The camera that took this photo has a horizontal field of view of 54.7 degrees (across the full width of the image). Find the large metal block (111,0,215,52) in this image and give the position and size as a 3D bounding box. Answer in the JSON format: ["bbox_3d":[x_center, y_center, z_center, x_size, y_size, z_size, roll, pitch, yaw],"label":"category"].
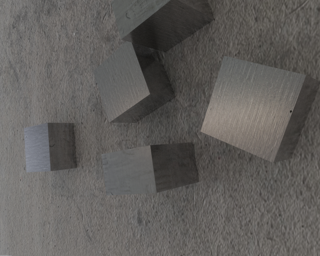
[{"bbox_3d":[0.004,-0.138,0.366,0.080,0.081,0.050,-26,74,37],"label":"large metal block"}]

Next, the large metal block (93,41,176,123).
[{"bbox_3d":[-0.036,-0.060,0.419,0.080,0.050,0.080,-31,71,36],"label":"large metal block"}]

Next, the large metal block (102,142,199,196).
[{"bbox_3d":[-0.011,0.049,0.379,0.080,0.081,0.050,-13,82,39],"label":"large metal block"}]

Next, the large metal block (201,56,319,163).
[{"bbox_3d":[0.098,-0.020,0.308,0.080,0.050,0.079,25,106,37],"label":"large metal block"}]

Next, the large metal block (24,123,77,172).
[{"bbox_3d":[-0.196,0.035,0.550,0.080,0.050,0.080,-9,85,39],"label":"large metal block"}]
